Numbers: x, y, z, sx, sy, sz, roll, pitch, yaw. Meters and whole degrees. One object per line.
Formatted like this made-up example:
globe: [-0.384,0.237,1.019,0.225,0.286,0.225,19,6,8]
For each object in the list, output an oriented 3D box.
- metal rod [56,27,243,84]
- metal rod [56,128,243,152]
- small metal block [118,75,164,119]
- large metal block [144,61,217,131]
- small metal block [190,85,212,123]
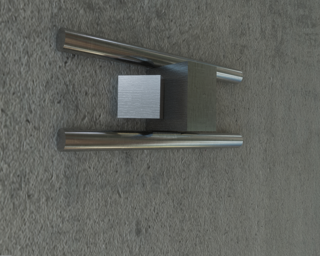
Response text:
metal rod: [0.012,-0.089,0.418,0.302,0.025,0.025,2,89,-40]
metal rod: [0.012,0.017,0.419,0.302,0.025,0.025,2,89,-40]
small metal block: [-0.022,-0.036,0.371,0.025,0.050,0.050,3,89,-80]
large metal block: [0.024,-0.036,0.396,0.050,0.080,0.079,1,90,-40]
small metal block: [0.057,-0.033,0.438,0.025,0.050,0.050,0,89,2]
